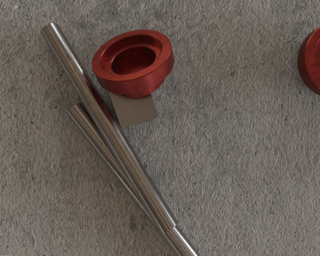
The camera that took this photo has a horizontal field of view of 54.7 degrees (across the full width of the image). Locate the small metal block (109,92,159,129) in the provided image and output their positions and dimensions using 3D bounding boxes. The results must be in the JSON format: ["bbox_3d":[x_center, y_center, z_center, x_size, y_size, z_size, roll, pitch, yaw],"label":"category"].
[{"bbox_3d":[-0.034,-0.030,0.410,0.050,0.025,0.050,-19,90,0],"label":"small metal block"}]

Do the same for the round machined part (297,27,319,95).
[{"bbox_3d":[0.228,-0.087,0.403,0.099,0.042,0.097,0,90,0],"label":"round machined part"}]

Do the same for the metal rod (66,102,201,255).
[{"bbox_3d":[-0.021,0.092,0.409,0.025,0.025,0.300,-38,90,0],"label":"metal rod"}]

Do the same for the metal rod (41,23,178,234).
[{"bbox_3d":[-0.067,-0.004,0.394,0.025,0.025,0.299,-32,85,0],"label":"metal rod"}]

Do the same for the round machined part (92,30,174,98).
[{"bbox_3d":[-0.030,-0.076,0.385,0.098,0.042,0.098,-8,49,9],"label":"round machined part"}]
